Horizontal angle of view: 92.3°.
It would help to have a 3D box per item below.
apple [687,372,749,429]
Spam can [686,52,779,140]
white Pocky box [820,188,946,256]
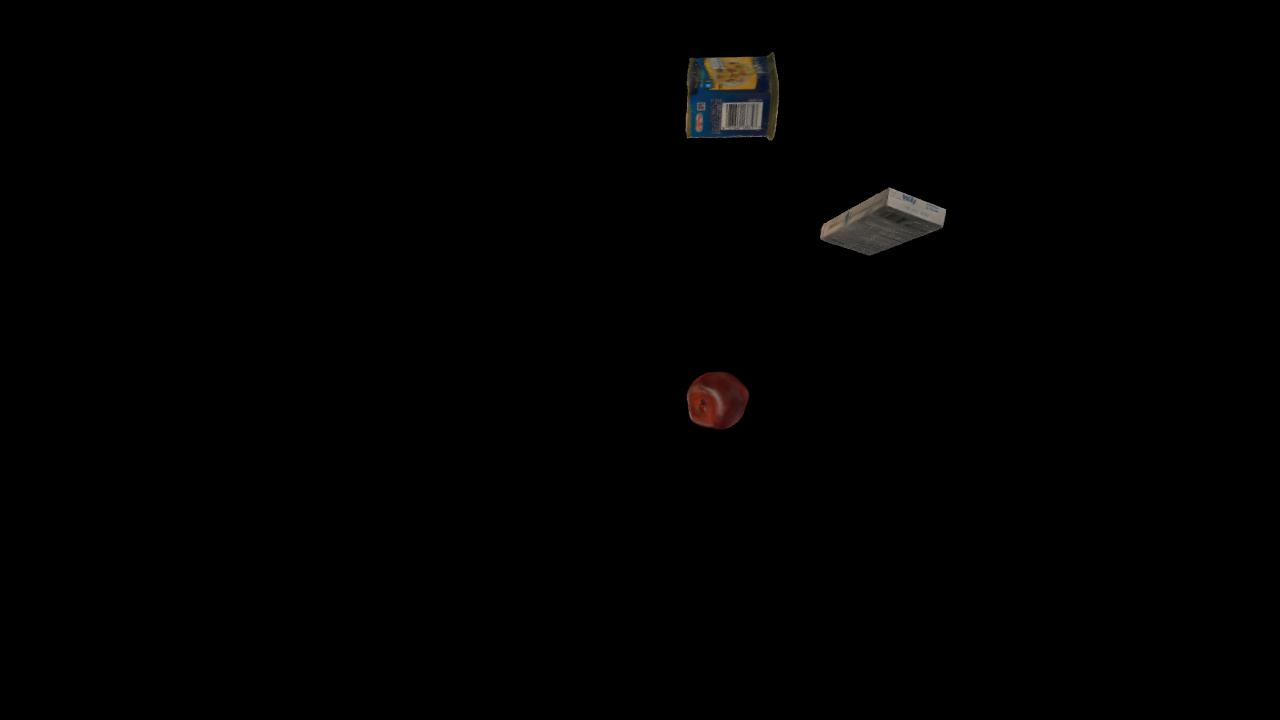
[{"bbox_3d":[0.105,0.053,0.819,0.079,0.079,0.093,0,6,38],"label":"apple"},{"bbox_3d":[0.089,-0.261,0.608,0.085,0.058,0.101,1,45,6],"label":"Spam can"},{"bbox_3d":[0.312,-0.176,0.804,0.084,0.028,0.154,15,-7,-12],"label":"white Pocky box"}]
